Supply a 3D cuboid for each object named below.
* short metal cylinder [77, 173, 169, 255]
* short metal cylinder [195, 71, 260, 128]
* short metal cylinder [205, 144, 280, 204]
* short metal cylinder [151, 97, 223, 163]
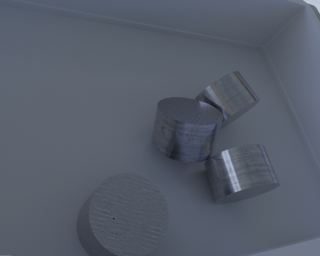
[{"bbox_3d":[-0.038,0.092,0.314,0.081,0.050,0.080,14,56,-21],"label":"short metal cylinder"},{"bbox_3d":[0.095,-0.037,0.446,0.081,0.080,0.050,-24,75,-37],"label":"short metal cylinder"},{"bbox_3d":[0.102,0.059,0.391,0.081,0.080,0.050,0,62,-29],"label":"short metal cylinder"},{"bbox_3d":[0.033,0.000,0.385,0.081,0.050,0.080,8,26,-4],"label":"short metal cylinder"}]
